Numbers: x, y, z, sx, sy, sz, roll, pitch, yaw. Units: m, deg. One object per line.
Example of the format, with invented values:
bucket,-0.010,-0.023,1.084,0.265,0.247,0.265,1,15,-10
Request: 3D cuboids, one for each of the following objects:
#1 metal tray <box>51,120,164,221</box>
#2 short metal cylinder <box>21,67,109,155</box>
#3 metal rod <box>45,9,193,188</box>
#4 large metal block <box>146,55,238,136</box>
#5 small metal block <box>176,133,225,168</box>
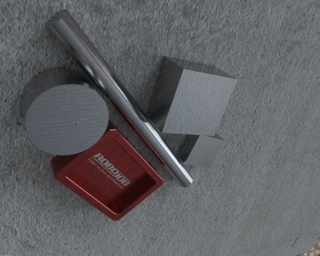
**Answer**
metal tray,-0.064,0.059,0.408,0.090,0.030,0.130,-39,130,-2
short metal cylinder,-0.101,-0.018,0.327,0.081,0.050,0.079,-14,125,-21
metal rod,-0.029,-0.011,0.386,0.025,0.025,0.300,-39,130,-3
large metal block,0.038,-0.039,0.390,0.081,0.050,0.079,4,116,-31
small metal block,0.061,0.029,0.462,0.050,0.025,0.050,14,111,-34
